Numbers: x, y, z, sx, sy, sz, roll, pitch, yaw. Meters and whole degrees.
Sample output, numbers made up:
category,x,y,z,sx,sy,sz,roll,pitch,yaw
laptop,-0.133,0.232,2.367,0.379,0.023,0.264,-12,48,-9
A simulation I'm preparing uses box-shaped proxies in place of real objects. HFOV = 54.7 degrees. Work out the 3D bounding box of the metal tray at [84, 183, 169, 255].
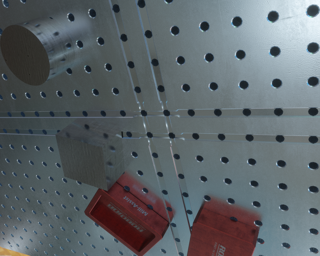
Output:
category,x,y,z,sx,sy,sz,roll,pitch,yaw
metal tray,-0.060,0.156,0.536,0.130,0.030,0.089,37,129,3

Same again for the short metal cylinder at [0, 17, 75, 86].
category,x,y,z,sx,sy,sz,roll,pitch,yaw
short metal cylinder,-0.163,-0.104,0.417,0.080,0.050,0.079,13,124,21

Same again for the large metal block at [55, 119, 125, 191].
category,x,y,z,sx,sy,sz,roll,pitch,yaw
large metal block,-0.104,0.040,0.475,0.080,0.050,0.079,13,124,21

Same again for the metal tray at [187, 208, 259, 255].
category,x,y,z,sx,sy,sz,roll,pitch,yaw
metal tray,0.091,0.193,0.479,0.090,0.030,0.129,17,125,18
